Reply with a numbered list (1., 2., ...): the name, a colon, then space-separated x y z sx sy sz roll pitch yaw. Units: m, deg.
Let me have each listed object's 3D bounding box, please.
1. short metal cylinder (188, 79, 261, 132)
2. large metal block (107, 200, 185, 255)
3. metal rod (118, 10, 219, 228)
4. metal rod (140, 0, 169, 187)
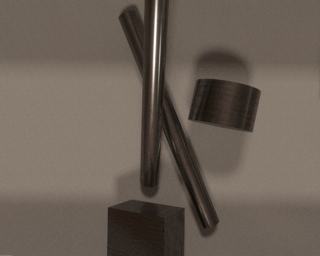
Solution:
1. short metal cylinder: 0.079 -0.027 0.385 0.080 0.080 0.050 12 90 -1
2. large metal block: -0.017 0.138 0.382 0.080 0.050 0.079 1 90 30
3. metal rod: 0.012 -0.011 0.411 0.025 0.025 0.299 -22 90 0
4. metal rod: -0.007 -0.062 0.349 0.025 0.025 0.298 3 116 -1
